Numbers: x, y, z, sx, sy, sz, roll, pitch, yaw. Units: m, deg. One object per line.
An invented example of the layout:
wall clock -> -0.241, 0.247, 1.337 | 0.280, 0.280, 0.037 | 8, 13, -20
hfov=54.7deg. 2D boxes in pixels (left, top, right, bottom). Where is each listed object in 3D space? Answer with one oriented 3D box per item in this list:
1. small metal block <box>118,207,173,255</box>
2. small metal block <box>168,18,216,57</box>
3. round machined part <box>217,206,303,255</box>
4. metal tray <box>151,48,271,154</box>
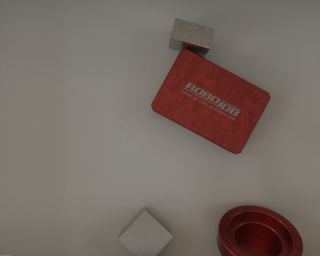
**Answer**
small metal block -> -0.019, 0.142, 0.409 | 0.050, 0.025, 0.050 | 43, 84, 0
small metal block -> 0.039, -0.115, 0.399 | 0.050, 0.050, 0.025 | 16, 90, -1
round machined part -> 0.120, 0.146, 0.384 | 0.099, 0.098, 0.042 | 2, 119, -1
metal tray -> 0.065, -0.034, 0.410 | 0.130, 0.030, 0.090 | 28, 90, -1
